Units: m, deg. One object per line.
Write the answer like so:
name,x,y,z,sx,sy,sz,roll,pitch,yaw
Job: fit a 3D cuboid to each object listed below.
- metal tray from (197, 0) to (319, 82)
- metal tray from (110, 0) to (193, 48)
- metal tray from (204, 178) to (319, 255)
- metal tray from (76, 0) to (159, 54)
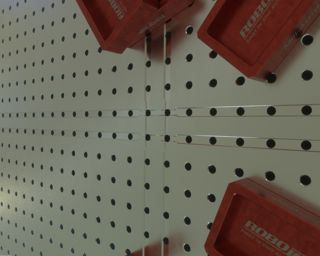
metal tray,0.108,-0.125,0.315,0.090,0.030,0.129,48,118,29
metal tray,-0.024,-0.180,0.423,0.130,0.030,0.090,-23,76,37
metal tray,0.116,0.120,0.309,0.130,0.030,0.089,28,107,36
metal tray,-0.066,-0.177,0.418,0.090,0.030,0.130,-43,64,31
